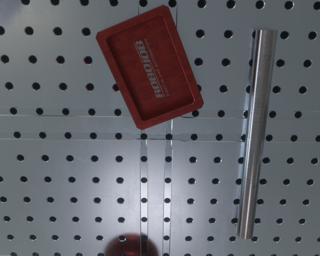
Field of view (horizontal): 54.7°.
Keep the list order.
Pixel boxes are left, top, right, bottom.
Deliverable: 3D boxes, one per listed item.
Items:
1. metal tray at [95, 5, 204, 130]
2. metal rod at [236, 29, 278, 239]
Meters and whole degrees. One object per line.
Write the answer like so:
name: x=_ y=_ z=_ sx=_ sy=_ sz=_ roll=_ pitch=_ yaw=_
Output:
metal tray: x=-0.010 y=-0.072 z=0.383 sx=0.090 sy=0.030 sz=0.129 roll=-21 pitch=109 yaw=7
metal rod: x=0.129 y=0.022 z=0.422 sx=0.025 sy=0.025 sz=0.298 roll=0 pitch=110 yaw=0
